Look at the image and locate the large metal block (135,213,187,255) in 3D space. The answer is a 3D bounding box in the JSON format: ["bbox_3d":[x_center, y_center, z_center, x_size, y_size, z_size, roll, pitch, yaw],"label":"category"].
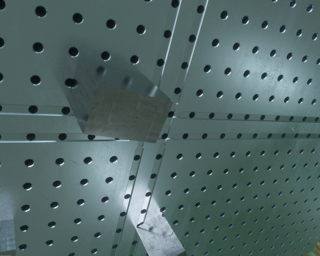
[{"bbox_3d":[0.008,0.202,0.504,0.050,0.080,0.080,-26,128,-12],"label":"large metal block"}]

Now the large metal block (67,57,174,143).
[{"bbox_3d":[-0.046,-0.030,0.332,0.081,0.080,0.050,9,114,-33],"label":"large metal block"}]

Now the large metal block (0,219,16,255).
[{"bbox_3d":[-0.221,0.164,0.375,0.081,0.050,0.079,-1,119,-28],"label":"large metal block"}]
